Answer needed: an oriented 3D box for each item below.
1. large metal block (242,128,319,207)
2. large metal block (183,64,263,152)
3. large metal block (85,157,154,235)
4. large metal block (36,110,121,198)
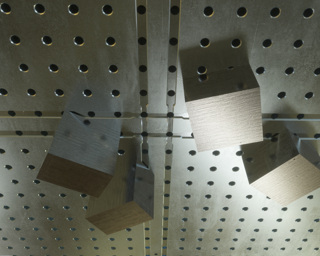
[{"bbox_3d":[0.181,0.059,0.447,0.080,0.050,0.080,33,123,-25],"label":"large metal block"},{"bbox_3d":[0.076,-0.022,0.377,0.080,0.050,0.080,-11,129,9],"label":"large metal block"},{"bbox_3d":[-0.056,0.100,0.460,0.080,0.080,0.050,-24,126,19],"label":"large metal block"},{"bbox_3d":[-0.102,0.033,0.403,0.080,0.080,0.050,23,126,-18],"label":"large metal block"}]
